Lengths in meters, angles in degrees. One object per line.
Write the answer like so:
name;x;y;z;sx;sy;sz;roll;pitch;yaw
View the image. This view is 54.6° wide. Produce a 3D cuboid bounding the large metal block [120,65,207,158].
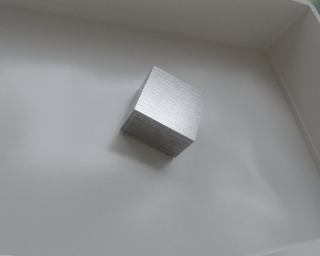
large metal block;0.006;-0.021;0.401;0.080;0.050;0.080;28;52;-11
